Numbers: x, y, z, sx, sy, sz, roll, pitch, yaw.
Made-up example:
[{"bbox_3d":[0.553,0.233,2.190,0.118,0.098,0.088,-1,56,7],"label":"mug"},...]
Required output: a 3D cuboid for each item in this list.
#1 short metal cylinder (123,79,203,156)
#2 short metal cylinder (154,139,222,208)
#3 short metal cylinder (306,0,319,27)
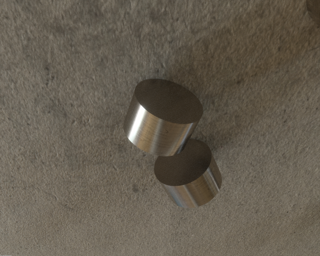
[{"bbox_3d":[0.003,-0.014,0.360,0.081,0.080,0.050,14,129,-12],"label":"short metal cylinder"},{"bbox_3d":[0.039,0.061,0.424,0.080,0.080,0.050,-18,128,14],"label":"short metal cylinder"},{"bbox_3d":[0.188,-0.122,0.290,0.081,0.050,0.079,0,130,0],"label":"short metal cylinder"}]
